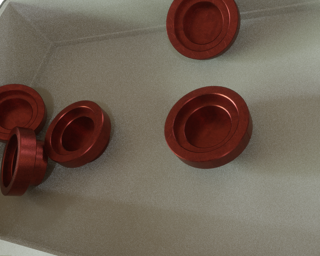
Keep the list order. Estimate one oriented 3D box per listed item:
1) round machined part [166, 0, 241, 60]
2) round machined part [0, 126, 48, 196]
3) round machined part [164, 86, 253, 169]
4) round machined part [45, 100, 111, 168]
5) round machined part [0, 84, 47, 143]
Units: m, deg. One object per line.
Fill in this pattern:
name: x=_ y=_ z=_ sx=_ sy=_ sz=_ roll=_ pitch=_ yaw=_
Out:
round machined part: x=0.062 y=-0.144 z=0.429 sx=0.098 sy=0.042 sz=0.097 roll=4 pitch=100 yaw=21
round machined part: x=-0.194 y=0.049 z=0.447 sx=0.098 sy=0.042 sz=0.098 roll=-18 pitch=66 yaw=49
round machined part: x=0.058 y=0.003 z=0.362 sx=0.098 sy=0.042 sz=0.098 roll=-13 pitch=56 yaw=20
round machined part: x=-0.112 y=0.012 z=0.444 sx=0.098 sy=0.042 sz=0.098 roll=-13 pitch=56 yaw=20
round machined part: x=-0.237 y=-0.020 z=0.509 sx=0.099 sy=0.042 sz=0.098 roll=3 pitch=70 yaw=-8
